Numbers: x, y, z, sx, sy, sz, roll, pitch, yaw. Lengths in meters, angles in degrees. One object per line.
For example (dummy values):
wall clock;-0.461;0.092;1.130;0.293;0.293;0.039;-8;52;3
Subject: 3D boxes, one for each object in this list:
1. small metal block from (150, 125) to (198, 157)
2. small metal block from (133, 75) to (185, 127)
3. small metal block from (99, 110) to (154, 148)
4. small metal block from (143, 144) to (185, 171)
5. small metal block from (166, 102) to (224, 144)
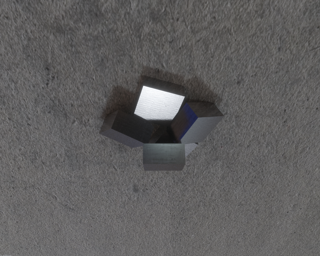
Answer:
small metal block;0.016;0.020;0.427;0.050;0.025;0.050;26;125;-21
small metal block;-0.003;-0.032;0.382;0.050;0.025;0.050;13;129;-12
small metal block;-0.044;0.003;0.395;0.050;0.025;0.050;26;161;-22
small metal block;0.005;0.038;0.393;0.050;0.025;0.050;0;163;-1
small metal block;0.044;-0.006;0.390;0.050;0.025;0.050;-5;141;-43
